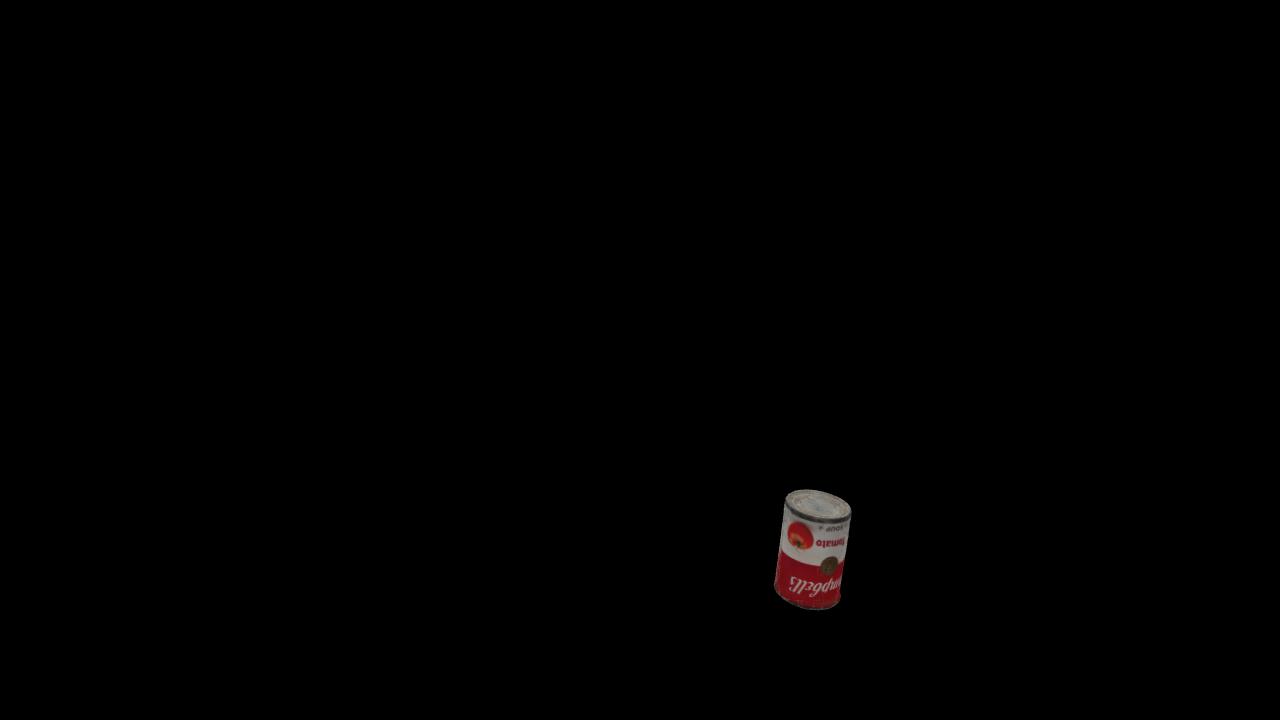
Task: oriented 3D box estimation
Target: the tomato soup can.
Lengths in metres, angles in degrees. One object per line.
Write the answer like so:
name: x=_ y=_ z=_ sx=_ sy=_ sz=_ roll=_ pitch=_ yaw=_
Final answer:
tomato soup can: x=0.178 y=0.193 z=0.635 sx=0.068 sy=0.101 sz=0.068 roll=4 pitch=12 yaw=-1
